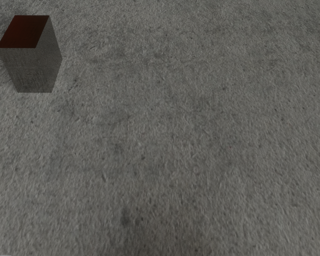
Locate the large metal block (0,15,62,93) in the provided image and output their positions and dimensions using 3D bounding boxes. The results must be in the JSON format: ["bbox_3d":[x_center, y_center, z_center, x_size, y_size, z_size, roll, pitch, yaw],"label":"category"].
[{"bbox_3d":[-0.186,-0.108,0.456,0.050,0.080,0.080,0,50,0],"label":"large metal block"}]
